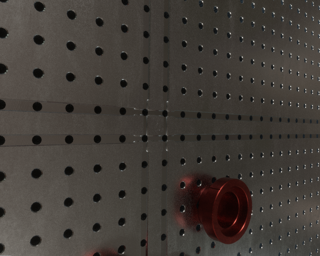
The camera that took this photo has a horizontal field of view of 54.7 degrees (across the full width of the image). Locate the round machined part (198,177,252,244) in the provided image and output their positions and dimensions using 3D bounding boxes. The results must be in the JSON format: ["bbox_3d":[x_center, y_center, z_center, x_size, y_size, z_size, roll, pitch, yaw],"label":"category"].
[{"bbox_3d":[0.098,0.126,0.483,0.099,0.042,0.097,0,90,-40],"label":"round machined part"}]
